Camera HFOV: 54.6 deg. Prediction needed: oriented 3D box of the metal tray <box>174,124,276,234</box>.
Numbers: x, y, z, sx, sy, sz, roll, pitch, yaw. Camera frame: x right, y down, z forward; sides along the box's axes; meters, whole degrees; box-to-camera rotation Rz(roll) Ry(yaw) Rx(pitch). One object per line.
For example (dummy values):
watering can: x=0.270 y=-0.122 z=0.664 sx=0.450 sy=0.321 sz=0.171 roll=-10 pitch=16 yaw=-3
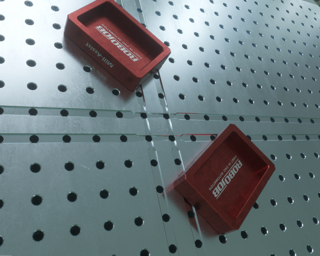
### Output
metal tray: x=0.091 y=0.063 z=0.414 sx=0.090 sy=0.030 sz=0.131 roll=46 pitch=51 yaw=4

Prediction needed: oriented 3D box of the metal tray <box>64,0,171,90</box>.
metal tray: x=-0.059 y=-0.125 z=0.448 sx=0.130 sy=0.030 sz=0.090 roll=41 pitch=51 yaw=0
